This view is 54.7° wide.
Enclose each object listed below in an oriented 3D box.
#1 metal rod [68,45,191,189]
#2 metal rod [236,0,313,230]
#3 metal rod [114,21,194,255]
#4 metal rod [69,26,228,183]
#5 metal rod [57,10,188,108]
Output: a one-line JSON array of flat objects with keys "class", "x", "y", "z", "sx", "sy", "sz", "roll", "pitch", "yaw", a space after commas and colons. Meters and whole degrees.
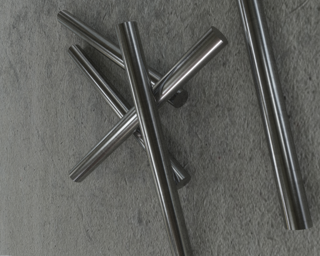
[{"class": "metal rod", "x": -0.058, "y": -0.031, "z": 0.452, "sx": 0.300, "sy": 0.025, "sz": 0.025, "roll": 49, "pitch": 119, "yaw": 29}, {"class": "metal rod", "x": 0.108, "y": -0.052, "z": 0.315, "sx": 0.025, "sy": 0.025, "sz": 0.298, "roll": -16, "pitch": 80, "yaw": 39}, {"class": "metal rod", "x": -0.003, "y": 0.030, "z": 0.360, "sx": 0.025, "sy": 0.025, "sz": 0.298, "roll": -8, "pitch": 100, "yaw": 40}, {"class": "metal rod", "x": -0.033, "y": -0.012, "z": 0.398, "sx": 0.299, "sy": 0.025, "sz": 0.025, "roll": -42, "pitch": 65, "yaw": 32}, {"class": "metal rod", "x": -0.072, "y": -0.115, "z": 0.464, "sx": 0.300, "sy": 0.025, "sz": 0.025, "roll": 39, "pitch": 114, "yaw": 33}]
